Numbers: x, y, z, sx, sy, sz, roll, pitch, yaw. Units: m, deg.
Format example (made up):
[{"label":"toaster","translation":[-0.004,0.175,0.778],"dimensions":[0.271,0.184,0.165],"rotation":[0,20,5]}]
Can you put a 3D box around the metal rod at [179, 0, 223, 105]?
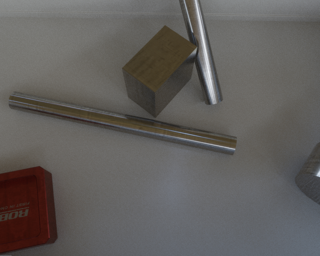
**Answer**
[{"label":"metal rod","translation":[0.032,-0.171,0.377],"dimensions":[0.025,0.025,0.298],"rotation":[-20,110,-7]}]

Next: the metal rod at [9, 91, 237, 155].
[{"label":"metal rod","translation":[-0.051,-0.007,0.411],"dimensions":[0.302,0.025,0.025],"rotation":[12,71,4]}]

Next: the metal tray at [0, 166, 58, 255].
[{"label":"metal tray","translation":[-0.195,0.103,0.366],"dimensions":[0.131,0.030,0.090],"rotation":[-11,70,-5]}]

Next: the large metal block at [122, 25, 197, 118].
[{"label":"large metal block","translation":[0.000,-0.071,0.406],"dimensions":[0.050,0.080,0.080],"rotation":[38,74,12]}]

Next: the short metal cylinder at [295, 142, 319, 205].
[{"label":"short metal cylinder","translation":[0.209,0.060,0.361],"dimensions":[0.080,0.080,0.050],"rotation":[36,74,12]}]
